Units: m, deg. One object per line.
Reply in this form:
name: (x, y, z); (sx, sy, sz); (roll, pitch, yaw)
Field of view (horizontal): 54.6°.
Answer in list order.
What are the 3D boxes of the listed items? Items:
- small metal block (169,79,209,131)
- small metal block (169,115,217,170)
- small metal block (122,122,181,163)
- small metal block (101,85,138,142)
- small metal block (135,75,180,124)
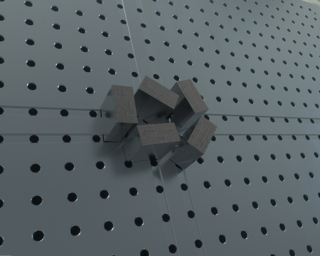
small metal block: (0.033, -0.031, 0.427); (0.025, 0.050, 0.050); (-17, 70, -35)
small metal block: (0.043, 0.019, 0.402); (0.025, 0.050, 0.050); (36, 51, -3)
small metal block: (-0.011, 0.018, 0.374); (0.050, 0.050, 0.025); (-5, 64, -31)
small metal block: (-0.050, -0.016, 0.374); (0.025, 0.050, 0.050); (3, 61, -26)
small metal block: (-0.011, -0.033, 0.406); (0.050, 0.050, 0.025); (30, 53, -10)
